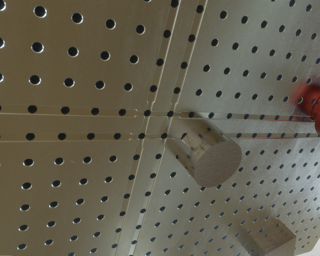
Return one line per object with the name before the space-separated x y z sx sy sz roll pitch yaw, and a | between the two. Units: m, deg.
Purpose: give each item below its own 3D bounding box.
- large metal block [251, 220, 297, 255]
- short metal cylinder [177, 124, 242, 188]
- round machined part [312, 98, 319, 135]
large metal block | 0.255 0.269 0.700 0.081 0.050 0.080 -23 127 -15
short metal cylinder | 0.073 0.041 0.460 0.081 0.050 0.079 -14 124 -21
round machined part | 0.314 -0.029 0.553 0.099 0.042 0.097 -14 124 -21
